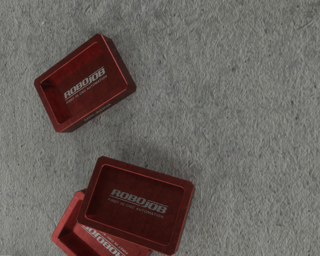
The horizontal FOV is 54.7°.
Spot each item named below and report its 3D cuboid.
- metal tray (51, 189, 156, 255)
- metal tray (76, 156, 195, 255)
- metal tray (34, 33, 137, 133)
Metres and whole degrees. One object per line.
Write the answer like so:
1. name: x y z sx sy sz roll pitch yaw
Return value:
1. metal tray: -0.080 0.157 0.434 0.130 0.030 0.090 34 101 16
2. metal tray: -0.030 0.096 0.396 0.130 0.030 0.090 15 78 13
3. metal tray: -0.109 -0.061 0.444 0.130 0.030 0.090 -30 80 17
